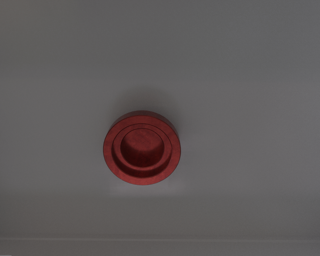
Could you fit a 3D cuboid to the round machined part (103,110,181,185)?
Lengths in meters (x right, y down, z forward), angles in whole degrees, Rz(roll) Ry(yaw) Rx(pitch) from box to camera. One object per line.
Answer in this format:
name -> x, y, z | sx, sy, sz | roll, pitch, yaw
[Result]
round machined part -> -0.023, 0.023, 0.410 | 0.099, 0.042, 0.097 | 0, 110, 0
